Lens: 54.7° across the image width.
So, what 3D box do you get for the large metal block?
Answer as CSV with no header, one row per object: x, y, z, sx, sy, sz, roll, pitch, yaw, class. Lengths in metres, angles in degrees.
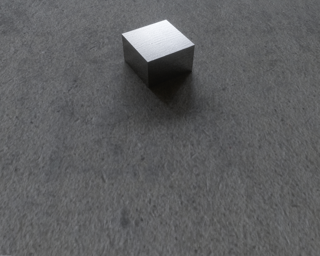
-0.004,-0.118,0.486,0.081,0.050,0.080,-25,55,-20,large metal block
